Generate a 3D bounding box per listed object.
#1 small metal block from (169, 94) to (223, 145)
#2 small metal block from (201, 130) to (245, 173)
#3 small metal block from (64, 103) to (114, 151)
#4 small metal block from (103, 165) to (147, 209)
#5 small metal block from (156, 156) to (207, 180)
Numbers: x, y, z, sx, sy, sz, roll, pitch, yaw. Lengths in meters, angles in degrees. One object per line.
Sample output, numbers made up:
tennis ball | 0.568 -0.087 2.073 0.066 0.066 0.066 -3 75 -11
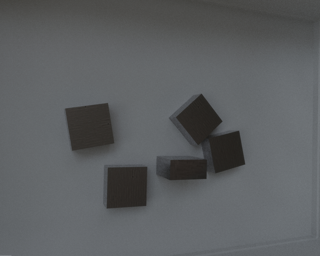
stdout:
small metal block | 0.050 -0.012 0.430 0.050 0.025 0.050 -43 104 -15
small metal block | 0.090 0.033 0.445 0.050 0.025 0.050 -13 95 -20
small metal block | -0.087 -0.002 0.379 0.050 0.025 0.050 -10 94 -20
small metal block | -0.045 0.073 0.395 0.050 0.025 0.050 2 90 -21
small metal block | 0.027 0.052 0.409 0.050 0.050 0.025 2 90 -20
